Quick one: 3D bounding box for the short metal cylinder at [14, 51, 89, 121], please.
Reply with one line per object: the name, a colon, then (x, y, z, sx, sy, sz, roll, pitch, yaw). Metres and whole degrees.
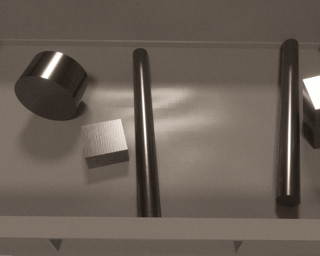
short metal cylinder: (-0.142, -0.055, 0.414, 0.080, 0.080, 0.050, 8, 51, 6)

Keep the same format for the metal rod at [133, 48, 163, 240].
metal rod: (-0.021, -0.006, 0.409, 0.025, 0.025, 0.300, -3, 50, -3)

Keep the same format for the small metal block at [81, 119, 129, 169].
small metal block: (-0.069, 0.019, 0.388, 0.050, 0.025, 0.050, -11, 51, -10)

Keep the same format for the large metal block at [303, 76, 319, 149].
large metal block: (0.224, -0.024, 0.378, 0.080, 0.080, 0.050, -12, 49, 15)

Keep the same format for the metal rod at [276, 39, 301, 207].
metal rod: (0.181, -0.030, 0.432, 0.025, 0.025, 0.300, 12, 51, 10)
